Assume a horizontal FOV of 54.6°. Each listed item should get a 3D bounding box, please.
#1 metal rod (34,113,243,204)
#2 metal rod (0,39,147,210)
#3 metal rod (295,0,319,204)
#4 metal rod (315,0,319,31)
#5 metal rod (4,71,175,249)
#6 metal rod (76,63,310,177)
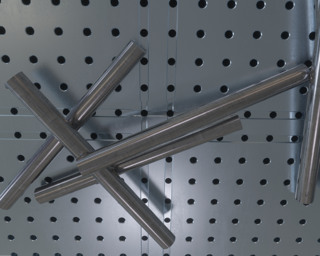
[{"bbox_3d":[-0.034,0.044,0.429,0.301,0.025,0.025,-21,109,7],"label":"metal rod"},{"bbox_3d":[-0.126,0.005,0.414,0.025,0.025,0.299,40,105,-14],"label":"metal rod"},{"bbox_3d":[0.197,-0.030,0.387,0.025,0.025,0.298,-5,116,2],"label":"metal rod"},{"bbox_3d":[0.218,-0.042,0.399,0.025,0.025,0.298,-11,110,4],"label":"metal rod"},{"bbox_3d":[-0.080,0.053,0.404,0.025,0.025,0.300,-36,107,12],"label":"metal rod"},{"bbox_3d":[0.043,-0.011,0.381,0.301,0.025,0.025,-23,109,-3],"label":"metal rod"}]
